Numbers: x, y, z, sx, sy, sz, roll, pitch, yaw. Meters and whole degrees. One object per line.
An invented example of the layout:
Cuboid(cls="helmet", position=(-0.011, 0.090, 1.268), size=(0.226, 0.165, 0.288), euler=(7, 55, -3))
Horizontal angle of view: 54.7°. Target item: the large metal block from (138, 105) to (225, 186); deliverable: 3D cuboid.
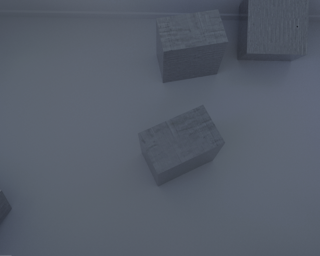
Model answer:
Cuboid(cls="large metal block", position=(0.023, 0.024, 0.372), size=(0.080, 0.080, 0.050), euler=(-24, 72, -9))

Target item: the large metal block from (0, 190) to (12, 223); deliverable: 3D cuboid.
Cuboid(cls="large metal block", position=(-0.232, 0.097, 0.345), size=(0.080, 0.050, 0.080), euler=(22, 52, 8))

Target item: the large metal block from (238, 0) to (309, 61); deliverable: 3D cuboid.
Cuboid(cls="large metal block", position=(0.157, -0.139, 0.435), size=(0.081, 0.050, 0.079), euler=(1, 92, 0))

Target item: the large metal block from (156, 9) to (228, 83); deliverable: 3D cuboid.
Cuboid(cls="large metal block", position=(0.039, -0.108, 0.420), size=(0.081, 0.080, 0.050), euler=(-10, 71, -4))
